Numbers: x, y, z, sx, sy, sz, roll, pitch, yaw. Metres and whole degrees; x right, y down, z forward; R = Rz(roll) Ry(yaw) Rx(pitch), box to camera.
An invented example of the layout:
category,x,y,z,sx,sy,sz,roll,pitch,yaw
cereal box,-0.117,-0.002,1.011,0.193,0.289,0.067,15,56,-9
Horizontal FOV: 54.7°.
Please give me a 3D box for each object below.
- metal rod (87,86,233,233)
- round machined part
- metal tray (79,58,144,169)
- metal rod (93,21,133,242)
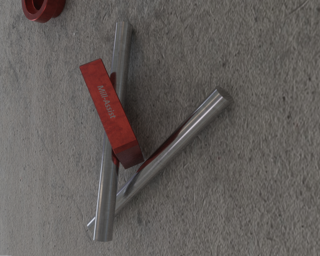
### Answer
category,x,y,z,sx,sy,sz,roll,pitch,yaw
metal rod,-0.016,0.059,0.417,0.299,0.025,0.025,-48,62,29
round machined part,-0.209,-0.241,0.566,0.098,0.042,0.097,0,90,40
metal tray,-0.063,-0.017,0.416,0.030,0.090,0.130,-23,70,-6
metal rod,-0.063,-0.001,0.427,0.025,0.025,0.298,-2,79,40
